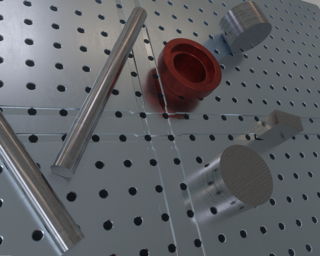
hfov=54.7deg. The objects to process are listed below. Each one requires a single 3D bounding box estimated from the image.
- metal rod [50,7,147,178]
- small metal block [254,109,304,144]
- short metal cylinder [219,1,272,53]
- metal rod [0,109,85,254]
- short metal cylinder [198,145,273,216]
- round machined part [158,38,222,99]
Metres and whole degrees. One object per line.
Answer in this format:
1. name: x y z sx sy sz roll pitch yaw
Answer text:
1. metal rod: -0.068 -0.070 0.413 0.025 0.025 0.300 26 53 -12
2. small metal block: 0.188 -0.001 0.494 0.050 0.050 0.025 13 57 -21
3. short metal cylinder: 0.155 -0.183 0.568 0.081 0.080 0.050 -11 67 -33
4. metal rod: -0.172 -0.006 0.318 0.025 0.025 0.299 -30 79 -38
5. short metal cylinder: 0.097 0.068 0.403 0.081 0.050 0.080 14 56 -21
6. round machined part: 0.041 -0.085 0.471 0.099 0.042 0.098 14 56 -21
